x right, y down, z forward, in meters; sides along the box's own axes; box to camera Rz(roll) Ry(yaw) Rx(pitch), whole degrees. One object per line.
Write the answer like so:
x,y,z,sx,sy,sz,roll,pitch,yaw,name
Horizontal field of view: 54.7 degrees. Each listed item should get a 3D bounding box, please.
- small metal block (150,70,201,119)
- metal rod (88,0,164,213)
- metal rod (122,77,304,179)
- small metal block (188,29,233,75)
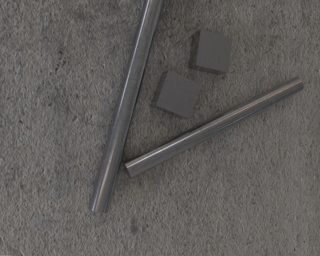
0.021,-0.044,0.417,0.050,0.025,0.050,21,83,-19,small metal block
-0.039,-0.043,0.394,0.025,0.025,0.299,16,85,-20,metal rod
0.087,-0.007,0.441,0.302,0.025,0.025,-25,99,-18,metal rod
0.071,-0.105,0.435,0.050,0.025,0.050,9,87,-20,small metal block
